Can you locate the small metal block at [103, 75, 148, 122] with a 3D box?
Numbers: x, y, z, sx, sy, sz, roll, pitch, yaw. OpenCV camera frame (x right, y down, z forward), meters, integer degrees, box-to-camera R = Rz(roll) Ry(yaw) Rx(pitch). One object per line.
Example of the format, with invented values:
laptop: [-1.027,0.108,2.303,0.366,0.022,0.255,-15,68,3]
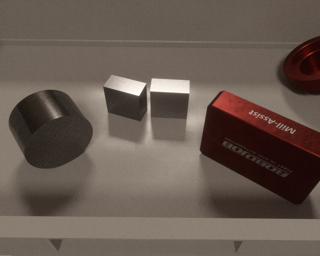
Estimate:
small metal block: [-0.046,-0.040,0.422,0.050,0.050,0.025,16,52,12]

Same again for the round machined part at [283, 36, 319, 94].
round machined part: [0.237,-0.089,0.452,0.098,0.042,0.098,-26,37,22]

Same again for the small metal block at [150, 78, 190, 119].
small metal block: [0.013,-0.039,0.422,0.050,0.050,0.025,3,50,2]

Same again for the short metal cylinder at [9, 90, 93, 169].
short metal cylinder: [-0.128,0.002,0.366,0.081,0.080,0.050,-29,56,-22]

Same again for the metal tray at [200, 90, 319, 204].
metal tray: [0.112,0.022,0.345,0.130,0.089,0.030,28,56,21]
